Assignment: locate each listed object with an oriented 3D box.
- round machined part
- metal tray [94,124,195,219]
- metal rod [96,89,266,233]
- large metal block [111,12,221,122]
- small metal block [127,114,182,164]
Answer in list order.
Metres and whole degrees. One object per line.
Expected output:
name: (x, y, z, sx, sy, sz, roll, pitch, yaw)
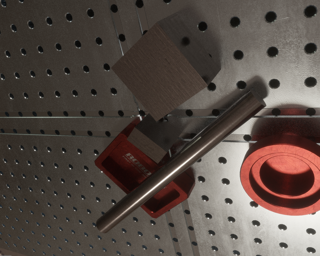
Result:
round machined part: (0.145, 0.049, 0.354, 0.098, 0.042, 0.097, 13, 124, 20)
metal tray: (-0.025, 0.067, 0.460, 0.130, 0.030, 0.090, 44, 129, -3)
metal rod: (0.010, 0.058, 0.404, 0.025, 0.025, 0.299, 45, 117, -3)
large metal block: (0.007, -0.067, 0.349, 0.080, 0.050, 0.080, -34, 100, 38)
small metal block: (-0.006, 0.010, 0.403, 0.050, 0.050, 0.025, 38, 129, 2)
